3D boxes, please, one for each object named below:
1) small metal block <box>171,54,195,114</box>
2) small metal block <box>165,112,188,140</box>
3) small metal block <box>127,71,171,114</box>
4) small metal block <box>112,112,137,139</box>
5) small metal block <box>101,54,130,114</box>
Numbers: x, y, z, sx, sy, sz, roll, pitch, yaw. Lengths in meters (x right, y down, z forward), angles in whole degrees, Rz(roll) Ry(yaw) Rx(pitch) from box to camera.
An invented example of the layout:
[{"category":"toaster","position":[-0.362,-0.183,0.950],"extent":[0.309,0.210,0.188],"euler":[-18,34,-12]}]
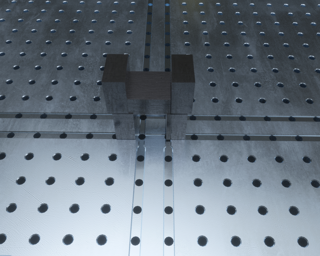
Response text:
[{"category":"small metal block","position":[0.026,-0.052,0.369],"extent":[0.025,0.050,0.050],"euler":[0,50,0]},{"category":"small metal block","position":[0.020,-0.020,0.408],"extent":[0.025,0.050,0.050],"euler":[-1,50,-1]},{"category":"small metal block","position":[-0.013,-0.044,0.380],"extent":[0.050,0.025,0.050],"euler":[1,50,0]},{"category":"small metal block","position":[-0.045,-0.020,0.407],"extent":[0.025,0.050,0.050],"euler":[1,50,0]},{"category":"small metal block","position":[-0.050,-0.052,0.369],"extent":[0.025,0.050,0.050],"euler":[0,50,0]}]
